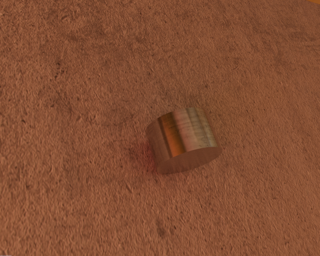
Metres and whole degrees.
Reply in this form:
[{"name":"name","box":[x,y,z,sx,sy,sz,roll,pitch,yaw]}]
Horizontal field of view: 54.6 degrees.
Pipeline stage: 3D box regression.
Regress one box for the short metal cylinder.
[{"name":"short metal cylinder","box":[0.028,0.017,0.372,0.081,0.080,0.050,-4,64,-30]}]
